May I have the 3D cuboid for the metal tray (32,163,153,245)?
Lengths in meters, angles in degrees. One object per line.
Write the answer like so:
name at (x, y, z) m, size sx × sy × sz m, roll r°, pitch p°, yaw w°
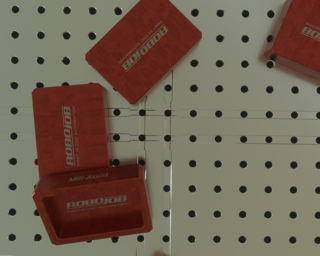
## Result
metal tray at (-0.080, 0.097, 0.390) m, size 0.131 × 0.030 × 0.089 m, roll -8°, pitch 119°, yaw -1°

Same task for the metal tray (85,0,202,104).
metal tray at (-0.021, -0.105, 0.411) m, size 0.090 × 0.030 × 0.130 m, roll 45°, pitch 90°, yaw -1°

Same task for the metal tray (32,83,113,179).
metal tray at (-0.114, 0.010, 0.409) m, size 0.091 × 0.030 × 0.129 m, roll -5°, pitch 90°, yaw -1°

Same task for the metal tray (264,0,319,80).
metal tray at (0.220, -0.115, 0.414) m, size 0.131 × 0.030 × 0.090 m, roll 23°, pitch 90°, yaw -1°
